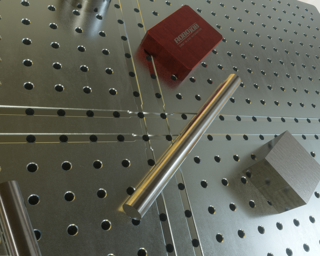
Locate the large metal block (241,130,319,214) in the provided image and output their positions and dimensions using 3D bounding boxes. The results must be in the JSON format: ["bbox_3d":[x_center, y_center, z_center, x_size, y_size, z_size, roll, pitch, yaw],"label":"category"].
[{"bbox_3d":[0.181,0.063,0.454,0.080,0.050,0.081,49,51,6],"label":"large metal block"}]

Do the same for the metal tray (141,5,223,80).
[{"bbox_3d":[0.040,-0.146,0.518,0.090,0.030,0.131,42,51,0],"label":"metal tray"}]

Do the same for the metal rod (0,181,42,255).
[{"bbox_3d":[-0.084,0.184,0.251,0.025,0.025,0.299,-15,69,-34],"label":"metal rod"}]

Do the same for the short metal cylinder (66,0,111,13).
[{"bbox_3d":[-0.108,-0.224,0.472,0.081,0.050,0.080,14,56,-21],"label":"short metal cylinder"}]

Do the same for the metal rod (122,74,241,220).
[{"bbox_3d":[0.048,0.005,0.432,0.025,0.025,0.301,42,51,0],"label":"metal rod"}]
